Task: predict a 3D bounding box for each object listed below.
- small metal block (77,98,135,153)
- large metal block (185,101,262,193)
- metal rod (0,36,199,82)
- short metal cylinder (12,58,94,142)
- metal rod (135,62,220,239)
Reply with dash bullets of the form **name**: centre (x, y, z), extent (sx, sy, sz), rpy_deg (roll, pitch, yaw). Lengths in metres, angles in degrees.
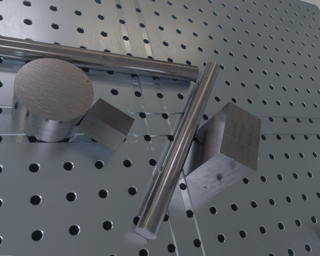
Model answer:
- **small metal block**: centre (-0.062, -0.005, 0.364), extent (0.050, 0.025, 0.050), rpy_deg (32, 23, -8)
- **large metal block**: centre (0.082, 0.027, 0.401), extent (0.050, 0.080, 0.080), rpy_deg (28, 52, -11)
- **metal rod**: centre (-0.080, -0.092, 0.421), extent (0.303, 0.025, 0.025), rpy_deg (2, 61, -27)
- **short metal cylinder**: centre (-0.120, -0.031, 0.346), extent (0.081, 0.050, 0.080), rpy_deg (13, 56, -21)
- **metal rod**: centre (0.036, 0.006, 0.423), extent (0.025, 0.025, 0.301), rpy_deg (32, 51, -8)
